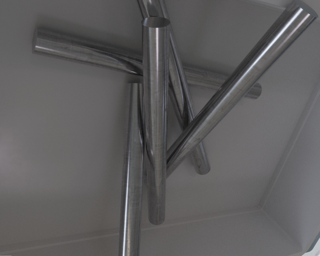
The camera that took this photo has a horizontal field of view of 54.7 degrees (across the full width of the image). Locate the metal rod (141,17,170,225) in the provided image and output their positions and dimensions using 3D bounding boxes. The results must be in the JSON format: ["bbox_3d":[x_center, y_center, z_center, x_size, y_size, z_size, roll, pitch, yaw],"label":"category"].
[{"bbox_3d":[-0.004,0.021,0.365,0.025,0.025,0.298,-17,134,-19],"label":"metal rod"}]

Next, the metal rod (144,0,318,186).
[{"bbox_3d":[0.054,-0.010,0.355,0.025,0.025,0.298,5,141,-31],"label":"metal rod"}]

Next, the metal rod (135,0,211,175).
[{"bbox_3d":[0.027,-0.032,0.376,0.025,0.025,0.299,-32,137,-8],"label":"metal rod"}]

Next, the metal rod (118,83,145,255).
[{"bbox_3d":[-0.034,0.098,0.366,0.025,0.025,0.298,2,91,-30],"label":"metal rod"}]

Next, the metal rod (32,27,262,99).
[{"bbox_3d":[0.010,-0.068,0.371,0.302,0.025,0.025,6,115,-31],"label":"metal rod"}]
